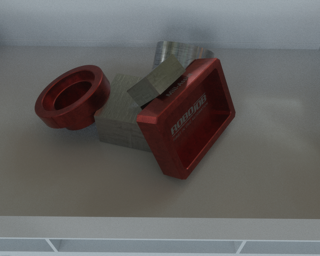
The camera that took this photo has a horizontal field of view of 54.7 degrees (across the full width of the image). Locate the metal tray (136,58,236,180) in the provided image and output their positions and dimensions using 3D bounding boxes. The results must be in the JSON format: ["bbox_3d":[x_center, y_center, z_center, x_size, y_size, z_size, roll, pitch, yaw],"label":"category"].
[{"bbox_3d":[0.038,-0.014,0.372,0.030,0.090,0.131,8,44,43],"label":"metal tray"}]

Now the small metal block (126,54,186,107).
[{"bbox_3d":[-0.005,-0.055,0.366,0.025,0.050,0.050,51,59,-10],"label":"small metal block"}]

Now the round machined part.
[{"bbox_3d":[-0.108,-0.035,0.405,0.098,0.042,0.098,-16,42,15],"label":"round machined part"}]

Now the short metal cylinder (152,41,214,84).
[{"bbox_3d":[0.031,-0.085,0.431,0.080,0.080,0.050,13,95,10],"label":"short metal cylinder"}]

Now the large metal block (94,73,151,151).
[{"bbox_3d":[-0.029,-0.021,0.404,0.080,0.050,0.080,11,51,9],"label":"large metal block"}]
